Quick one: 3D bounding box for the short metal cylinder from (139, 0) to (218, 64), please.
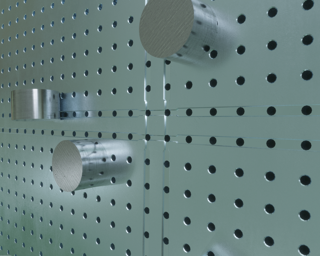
[{"bbox_3d":[0.021,-0.121,0.374,0.080,0.050,0.079,0,90,39],"label":"short metal cylinder"}]

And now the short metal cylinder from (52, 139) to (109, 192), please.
[{"bbox_3d":[-0.128,0.058,0.496,0.080,0.050,0.079,0,90,39],"label":"short metal cylinder"}]

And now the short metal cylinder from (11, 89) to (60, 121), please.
[{"bbox_3d":[-0.220,-0.039,0.551,0.080,0.081,0.050,-3,88,39],"label":"short metal cylinder"}]
